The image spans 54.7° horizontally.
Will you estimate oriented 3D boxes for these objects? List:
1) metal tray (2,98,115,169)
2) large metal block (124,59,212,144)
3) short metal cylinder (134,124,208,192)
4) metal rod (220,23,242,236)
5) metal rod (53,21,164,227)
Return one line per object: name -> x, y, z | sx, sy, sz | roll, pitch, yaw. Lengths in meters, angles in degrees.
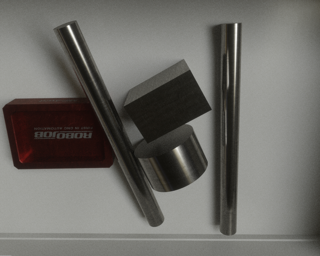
metal tray -> -0.128, 0.007, 0.409 | 0.131, 0.030, 0.089 | -1, 110, 0
large metal block -> 0.008, -0.035, 0.369 | 0.080, 0.080, 0.050 | -28, 108, 9
short metal cylinder -> 0.014, 0.037, 0.396 | 0.080, 0.080, 0.050 | -23, 109, 8
metal rod -> 0.094, 0.015, 0.418 | 0.025, 0.025, 0.298 | -4, 110, 1
metal rod -> -0.051, 0.017, 0.389 | 0.025, 0.025, 0.299 | -17, 120, 6
